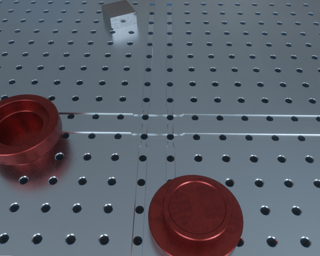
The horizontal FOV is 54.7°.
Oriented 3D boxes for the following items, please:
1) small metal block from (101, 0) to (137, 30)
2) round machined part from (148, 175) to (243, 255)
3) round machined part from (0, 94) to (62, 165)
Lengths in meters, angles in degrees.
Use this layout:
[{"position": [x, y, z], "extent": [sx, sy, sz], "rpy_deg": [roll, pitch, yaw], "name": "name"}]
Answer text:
[{"position": [-0.078, -0.215, 0.588], "extent": [0.050, 0.025, 0.050], "rpy_deg": [-20, 53, -16], "name": "small metal block"}, {"position": [0.037, 0.090, 0.321], "extent": [0.099, 0.042, 0.098], "rpy_deg": [0, 50, 0], "name": "round machined part"}, {"position": [-0.173, 0.006, 0.390], "extent": [0.099, 0.042, 0.098], "rpy_deg": [0, 50, 0], "name": "round machined part"}]
